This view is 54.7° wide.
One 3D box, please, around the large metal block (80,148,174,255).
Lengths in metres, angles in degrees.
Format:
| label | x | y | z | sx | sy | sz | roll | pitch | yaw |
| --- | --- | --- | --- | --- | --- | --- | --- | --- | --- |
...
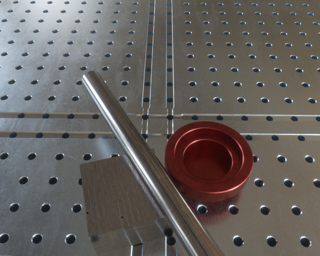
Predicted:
| label | x | y | z | sx | sy | sz | roll | pitch | yaw |
| --- | --- | --- | --- | --- | --- | --- | --- | --- | --- |
| large metal block | -0.035 | 0.076 | 0.327 | 0.081 | 0.050 | 0.080 | -12 | 51 | -10 |

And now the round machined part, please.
| label | x | y | z | sx | sy | sz | roll | pitch | yaw |
| --- | --- | --- | --- | --- | --- | --- | --- | --- | --- |
| round machined part | 0.054 | 0.042 | 0.362 | 0.099 | 0.042 | 0.098 | 0 | 50 | 0 |

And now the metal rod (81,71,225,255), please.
| label | x | y | z | sx | sy | sz | roll | pitch | yaw |
| --- | --- | --- | --- | --- | --- | --- | --- | --- | --- |
| metal rod | -0.013 | 0.037 | 0.311 | 0.025 | 0.025 | 0.300 | -24 | 54 | -19 |
